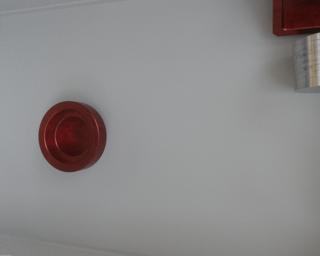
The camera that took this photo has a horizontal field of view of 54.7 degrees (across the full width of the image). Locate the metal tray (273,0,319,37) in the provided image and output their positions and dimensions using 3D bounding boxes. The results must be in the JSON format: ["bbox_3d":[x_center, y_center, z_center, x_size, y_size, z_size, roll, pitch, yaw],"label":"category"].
[{"bbox_3d":[0.182,-0.141,0.310,0.130,0.090,0.030,0,59,19],"label":"metal tray"}]

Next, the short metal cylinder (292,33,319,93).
[{"bbox_3d":[0.180,-0.066,0.318,0.080,0.080,0.050,-2,89,19],"label":"short metal cylinder"}]

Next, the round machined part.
[{"bbox_3d":[-0.119,0.012,0.442,0.098,0.042,0.097,0,90,19],"label":"round machined part"}]
